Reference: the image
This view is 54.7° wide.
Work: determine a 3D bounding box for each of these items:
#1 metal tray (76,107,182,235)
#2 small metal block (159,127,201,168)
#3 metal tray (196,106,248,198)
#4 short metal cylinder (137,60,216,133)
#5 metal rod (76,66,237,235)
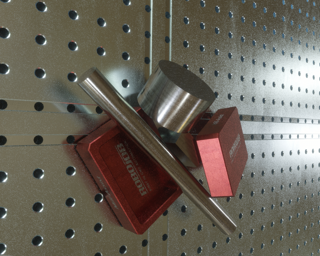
[{"bbox_3d":[-0.030,0.050,0.376,0.091,0.030,0.129,-39,114,-33],"label":"metal tray"},{"bbox_3d":[0.023,0.025,0.407,0.050,0.050,0.025,48,61,-30],"label":"small metal block"},{"bbox_3d":[0.095,0.030,0.448,0.131,0.030,0.089,-40,117,-59],"label":"metal tray"},{"bbox_3d":[0.020,-0.039,0.378,0.081,0.080,0.050,10,125,-40],"label":"short metal cylinder"},{"bbox_3d":[0.014,0.046,0.377,0.300,0.025,0.025,49,61,-29],"label":"metal rod"}]
